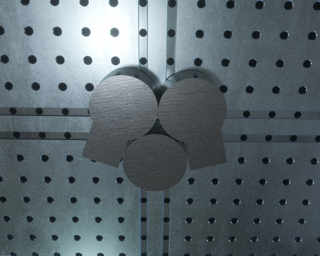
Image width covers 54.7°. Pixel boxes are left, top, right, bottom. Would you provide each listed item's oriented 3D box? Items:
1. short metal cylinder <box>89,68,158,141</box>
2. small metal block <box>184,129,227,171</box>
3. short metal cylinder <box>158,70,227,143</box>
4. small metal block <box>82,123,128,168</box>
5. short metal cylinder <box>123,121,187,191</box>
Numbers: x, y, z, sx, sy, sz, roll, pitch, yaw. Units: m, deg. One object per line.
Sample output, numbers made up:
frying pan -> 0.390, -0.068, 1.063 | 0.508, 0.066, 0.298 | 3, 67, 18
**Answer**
short metal cylinder -> -0.043, -0.031, 0.384 | 0.081, 0.050, 0.079 | 0, 110, 0
small metal block -> 0.059, 0.025, 0.420 | 0.050, 0.025, 0.050 | -13, 110, 4
short metal cylinder -> 0.038, -0.028, 0.386 | 0.081, 0.050, 0.079 | 0, 110, 0
small metal block -> -0.071, 0.020, 0.416 | 0.050, 0.025, 0.050 | 20, 109, -7
short metal cylinder -> -0.006, 0.036, 0.409 | 0.081, 0.050, 0.079 | 0, 110, 0
